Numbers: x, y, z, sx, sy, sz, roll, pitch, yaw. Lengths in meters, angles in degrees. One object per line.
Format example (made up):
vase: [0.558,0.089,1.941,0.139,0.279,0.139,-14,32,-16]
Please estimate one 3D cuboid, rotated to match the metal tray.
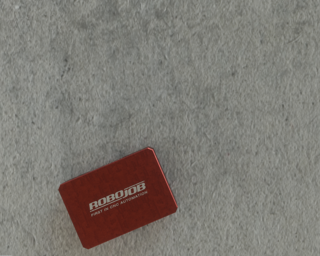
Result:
metal tray: [-0.053,0.089,0.407,0.130,0.030,0.090,-23,90,0]
